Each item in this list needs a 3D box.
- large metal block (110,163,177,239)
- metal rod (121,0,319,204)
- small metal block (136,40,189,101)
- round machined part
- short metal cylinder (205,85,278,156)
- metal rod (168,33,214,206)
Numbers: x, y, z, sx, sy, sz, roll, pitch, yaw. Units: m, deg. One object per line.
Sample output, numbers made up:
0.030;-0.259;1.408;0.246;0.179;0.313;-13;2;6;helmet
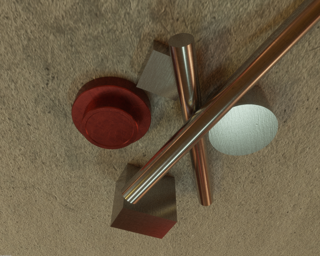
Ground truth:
-0.023;0.109;0.464;0.080;0.080;0.050;20;127;-16;large metal block
0.063;-0.025;0.335;0.025;0.025;0.299;37;105;-27;metal rod
0.006;-0.065;0.352;0.050;0.025;0.050;18;128;-15;small metal block
-0.061;-0.011;0.386;0.099;0.042;0.097;-1;130;0;round machined part
0.097;-0.012;0.383;0.081;0.050;0.079;-1;130;0;short metal cylinder
0.048;0.017;0.401;0.025;0.025;0.299;-9;136;7;metal rod
